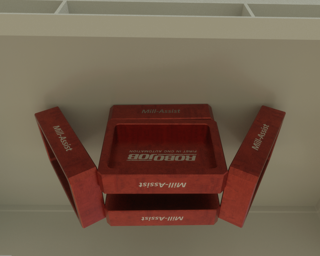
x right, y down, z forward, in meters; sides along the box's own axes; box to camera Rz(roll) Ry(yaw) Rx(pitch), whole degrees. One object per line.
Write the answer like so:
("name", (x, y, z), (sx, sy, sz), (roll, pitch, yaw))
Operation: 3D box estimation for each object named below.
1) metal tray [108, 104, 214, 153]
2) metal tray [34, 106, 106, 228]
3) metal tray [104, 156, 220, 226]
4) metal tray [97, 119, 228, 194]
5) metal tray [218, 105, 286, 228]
("metal tray", (0.002, 0.013, 0.415), (0.131, 0.030, 0.089), (-1, 130, -1))
("metal tray", (-0.110, 0.044, 0.377), (0.030, 0.130, 0.089), (-22, 136, -24))
("metal tray", (0.002, 0.075, 0.388), (0.131, 0.090, 0.030), (0, 130, -1))
("metal tray", (0.003, 0.029, 0.349), (0.131, 0.090, 0.030), (0, 130, -1))
("metal tray", (0.113, 0.043, 0.378), (0.030, 0.131, 0.089), (20, 134, 22))
